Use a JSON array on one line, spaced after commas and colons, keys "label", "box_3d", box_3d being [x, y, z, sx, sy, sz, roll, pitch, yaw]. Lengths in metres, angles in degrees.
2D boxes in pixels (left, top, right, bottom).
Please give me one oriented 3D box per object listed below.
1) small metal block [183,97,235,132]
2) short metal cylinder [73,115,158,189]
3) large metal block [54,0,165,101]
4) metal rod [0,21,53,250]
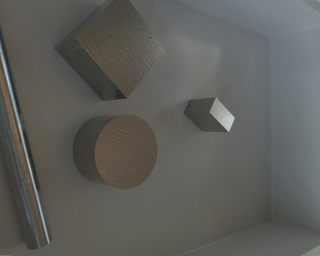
[{"label": "small metal block", "box_3d": [0.072, -0.018, 0.453, 0.050, 0.050, 0.025, 40, 65, -33]}, {"label": "short metal cylinder", "box_3d": [-0.050, 0.025, 0.350, 0.081, 0.050, 0.079, 0, 90, -40]}, {"label": "large metal block", "box_3d": [-0.053, -0.088, 0.347, 0.080, 0.050, 0.080, 50, 60, -29]}, {"label": "metal rod", "box_3d": [-0.145, -0.031, 0.285, 0.025, 0.025, 0.298, -17, 101, -39]}]
